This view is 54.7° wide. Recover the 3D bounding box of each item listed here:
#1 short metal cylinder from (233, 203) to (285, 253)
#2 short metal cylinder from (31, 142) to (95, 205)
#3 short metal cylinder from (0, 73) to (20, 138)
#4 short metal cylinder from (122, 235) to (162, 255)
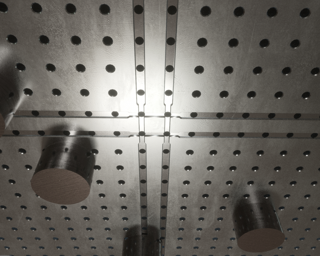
[{"bbox_3d":[0.173,0.177,0.549,0.081,0.050,0.079,0,130,0],"label":"short metal cylinder"},{"bbox_3d":[-0.138,0.067,0.450,0.081,0.050,0.079,-1,130,0],"label":"short metal cylinder"},{"bbox_3d":[-0.218,-0.027,0.369,0.081,0.050,0.079,-1,130,0],"label":"short metal cylinder"},{"bbox_3d":[-0.035,0.255,0.612,0.081,0.050,0.079,0,130,0],"label":"short metal cylinder"}]
